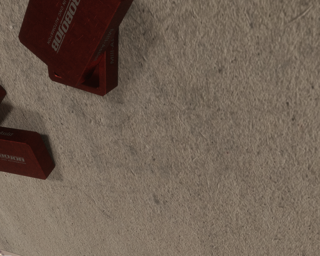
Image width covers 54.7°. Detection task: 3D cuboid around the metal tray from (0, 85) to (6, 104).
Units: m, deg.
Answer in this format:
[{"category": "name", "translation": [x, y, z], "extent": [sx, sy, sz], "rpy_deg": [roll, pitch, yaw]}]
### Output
[{"category": "metal tray", "translation": [-0.332, -0.080, 0.525], "extent": [0.130, 0.030, 0.090], "rpy_deg": [49, 128, -7]}]

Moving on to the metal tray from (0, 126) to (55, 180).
[{"category": "metal tray", "translation": [-0.260, 0.042, 0.543], "extent": [0.130, 0.030, 0.089], "rpy_deg": [7, 133, 16]}]

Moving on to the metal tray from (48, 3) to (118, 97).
[{"category": "metal tray", "translation": [-0.098, -0.112, 0.383], "extent": [0.090, 0.030, 0.129], "rpy_deg": [18, 126, 17]}]

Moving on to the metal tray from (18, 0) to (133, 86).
[{"category": "metal tray", "translation": [-0.096, -0.120, 0.339], "extent": [0.090, 0.030, 0.129], "rpy_deg": [41, 129, -1]}]
